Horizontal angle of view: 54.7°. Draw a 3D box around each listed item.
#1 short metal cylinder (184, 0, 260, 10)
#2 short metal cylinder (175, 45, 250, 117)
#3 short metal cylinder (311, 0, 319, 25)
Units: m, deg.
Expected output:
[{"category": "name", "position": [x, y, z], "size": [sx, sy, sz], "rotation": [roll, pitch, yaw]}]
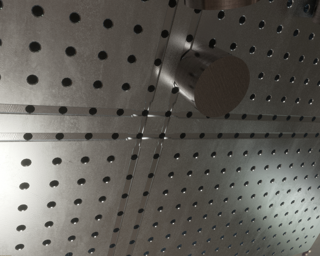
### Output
[{"category": "short metal cylinder", "position": [0.063, -0.157, 0.315], "size": [0.081, 0.080, 0.050], "rotation": [-20, 126, -17]}, {"category": "short metal cylinder", "position": [0.066, -0.060, 0.396], "size": [0.081, 0.050, 0.079], "rotation": [-14, 125, -21]}, {"category": "short metal cylinder", "position": [0.252, -0.165, 0.414], "size": [0.081, 0.080, 0.050], "rotation": [-12, 124, -23]}]
